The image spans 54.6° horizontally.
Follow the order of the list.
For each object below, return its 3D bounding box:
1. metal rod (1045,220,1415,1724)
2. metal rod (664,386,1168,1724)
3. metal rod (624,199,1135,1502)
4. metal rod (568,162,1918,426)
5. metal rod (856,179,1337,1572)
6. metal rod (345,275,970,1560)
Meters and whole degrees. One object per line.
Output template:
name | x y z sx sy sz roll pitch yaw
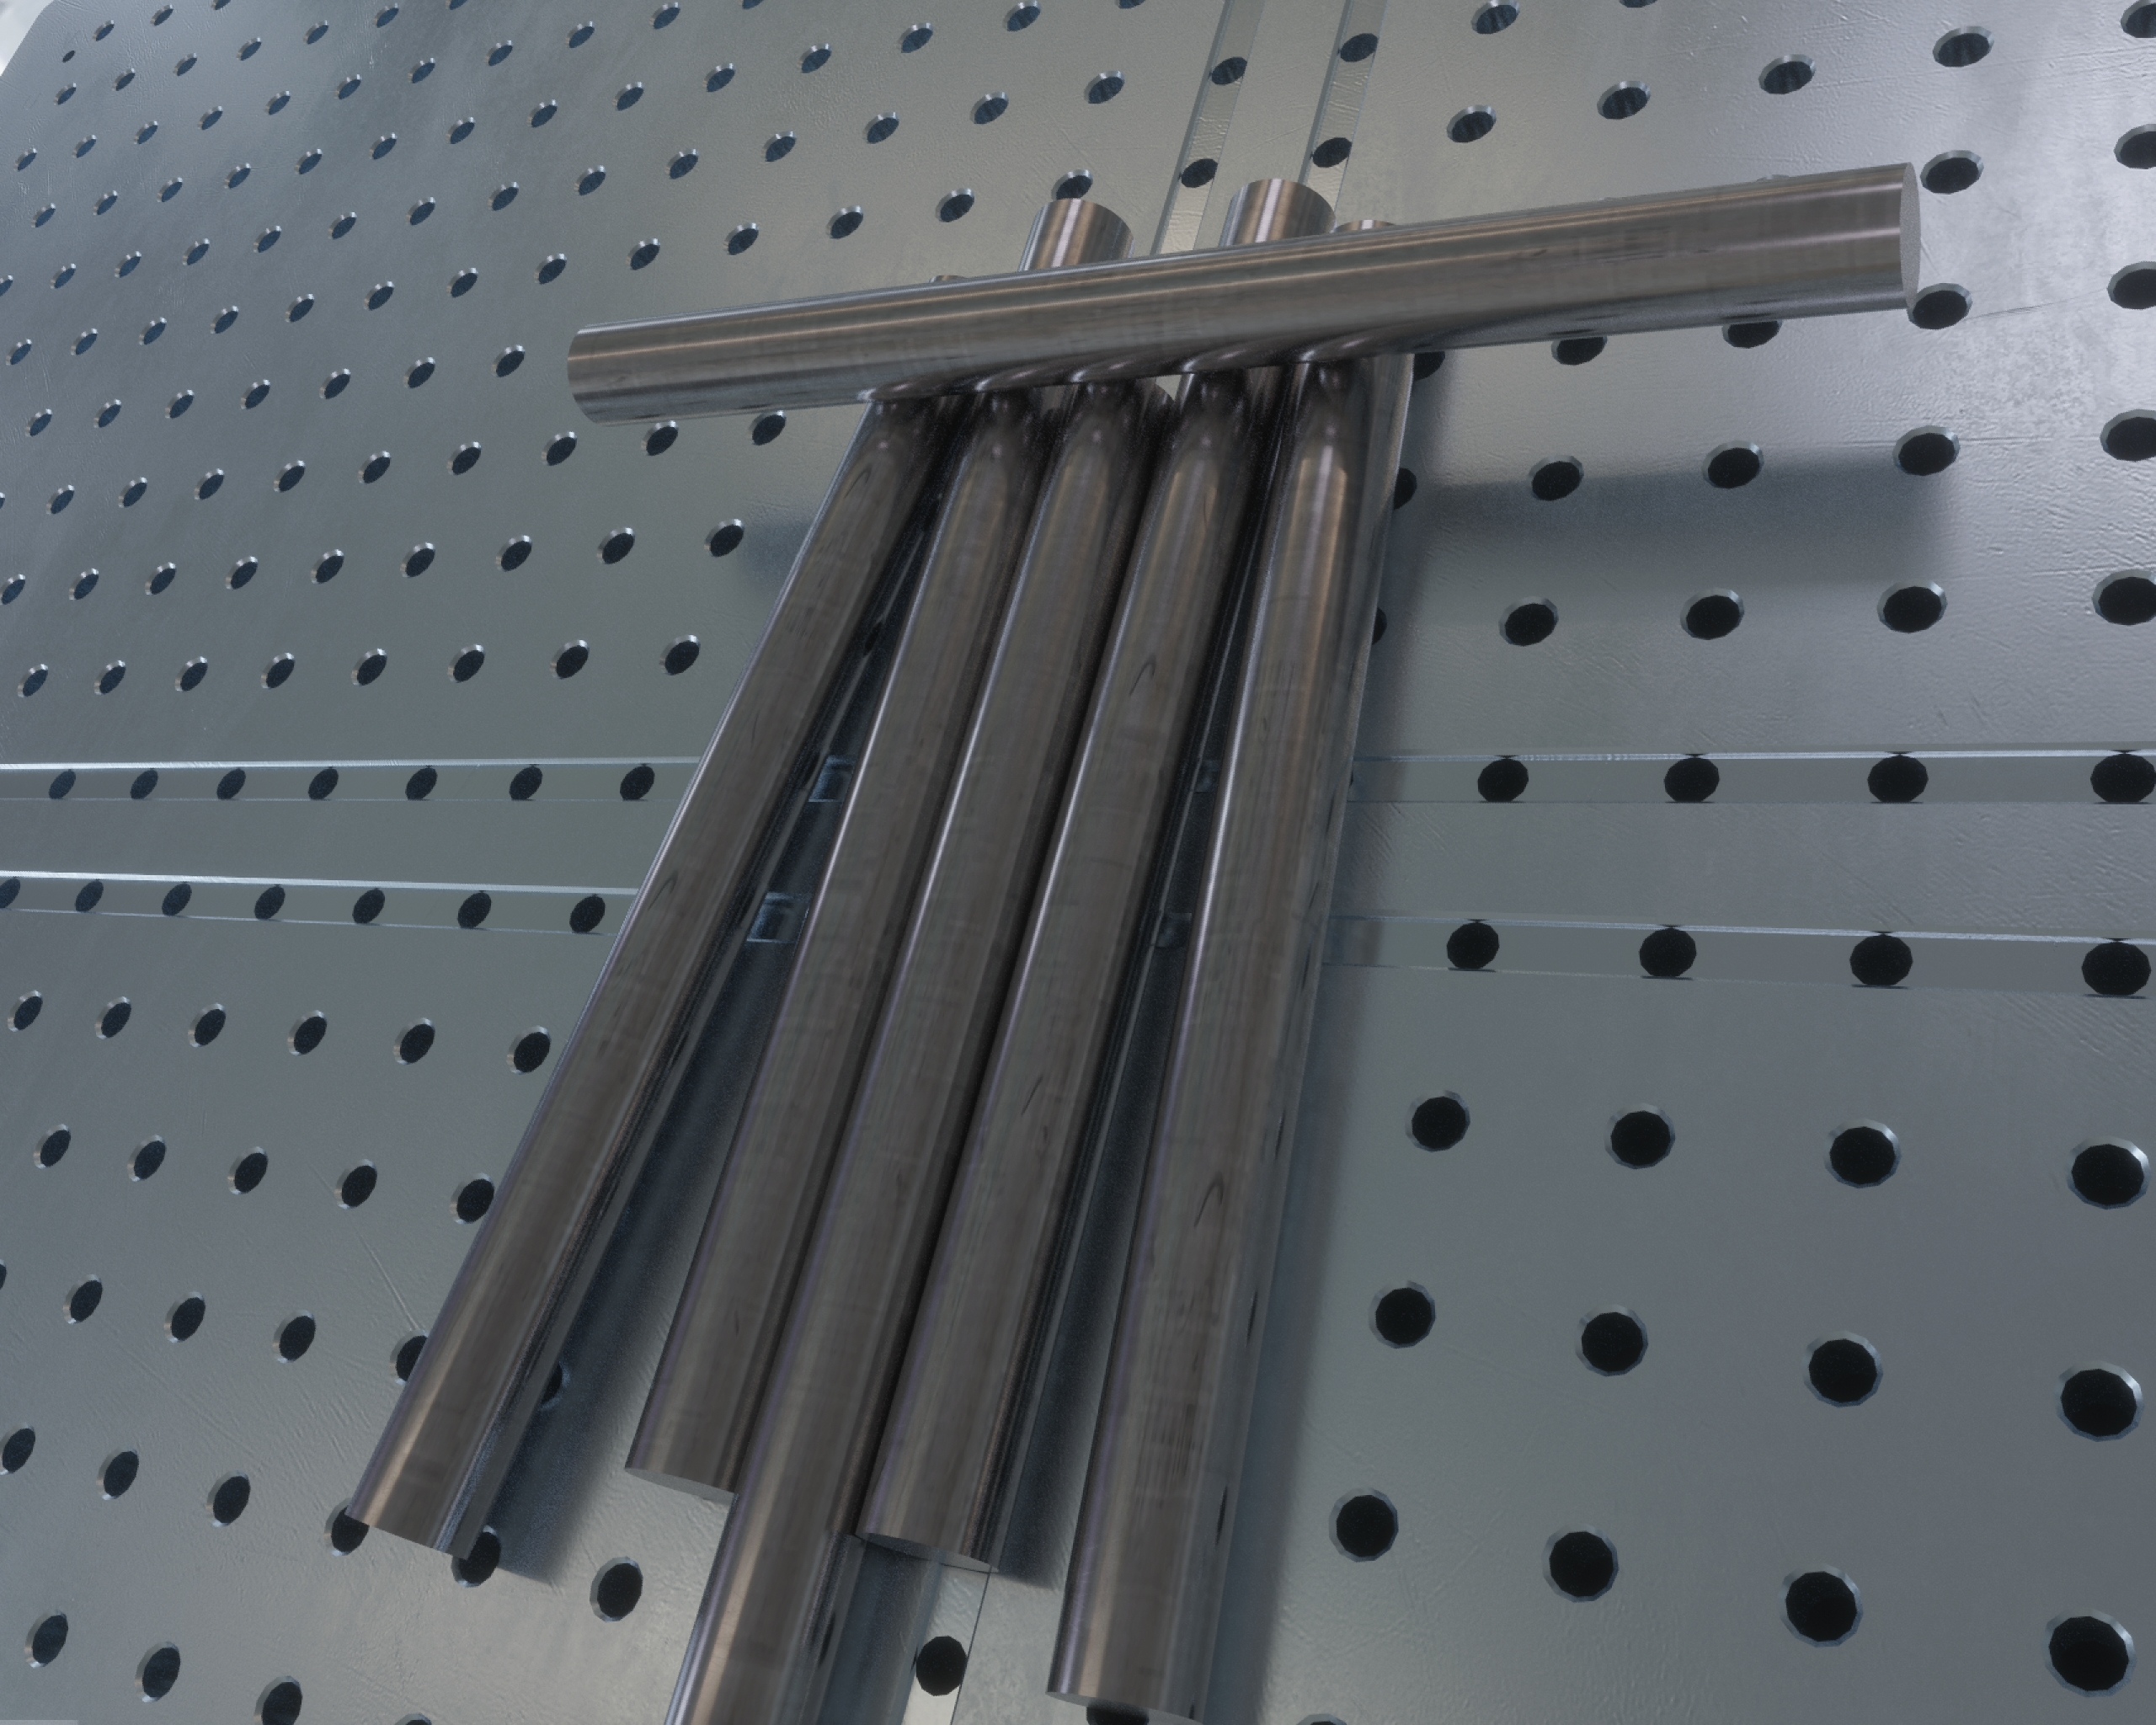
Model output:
metal rod | 0.036 0.000 0.391 0.025 0.025 0.300 -2 60 27
metal rod | -0.025 0.031 0.404 0.025 0.025 0.300 1 62 29
metal rod | -0.034 -0.019 0.439 0.025 0.025 0.300 1 62 29
metal rod | 0.015 -0.115 0.439 0.300 0.025 0.025 2 63 29
metal rod | 0.011 -0.015 0.414 0.025 0.025 0.300 1 62 29
metal rod | -0.077 -0.003 0.450 0.025 0.025 0.300 8 65 31
